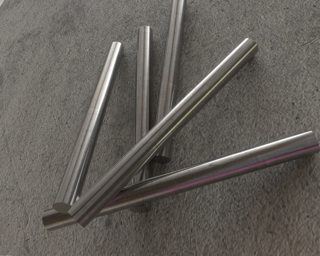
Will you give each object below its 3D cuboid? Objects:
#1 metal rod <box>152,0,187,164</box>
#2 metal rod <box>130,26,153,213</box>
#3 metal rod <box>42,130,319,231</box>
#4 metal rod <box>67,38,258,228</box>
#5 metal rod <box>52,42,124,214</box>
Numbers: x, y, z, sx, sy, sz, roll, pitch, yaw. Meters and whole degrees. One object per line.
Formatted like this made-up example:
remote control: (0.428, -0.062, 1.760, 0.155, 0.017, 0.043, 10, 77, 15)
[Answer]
metal rod: (0.017, -0.092, 0.451, 0.025, 0.025, 0.299, -7, 58, 24)
metal rod: (-0.023, -0.033, 0.436, 0.025, 0.025, 0.299, -14, 56, 20)
metal rod: (0.014, 0.060, 0.335, 0.301, 0.025, 0.025, -18, 54, 8)
metal rod: (0.017, -0.008, 0.360, 0.025, 0.025, 0.301, 30, 66, 38)
metal rod: (-0.087, -0.026, 0.426, 0.025, 0.025, 0.300, -13, 44, 21)
